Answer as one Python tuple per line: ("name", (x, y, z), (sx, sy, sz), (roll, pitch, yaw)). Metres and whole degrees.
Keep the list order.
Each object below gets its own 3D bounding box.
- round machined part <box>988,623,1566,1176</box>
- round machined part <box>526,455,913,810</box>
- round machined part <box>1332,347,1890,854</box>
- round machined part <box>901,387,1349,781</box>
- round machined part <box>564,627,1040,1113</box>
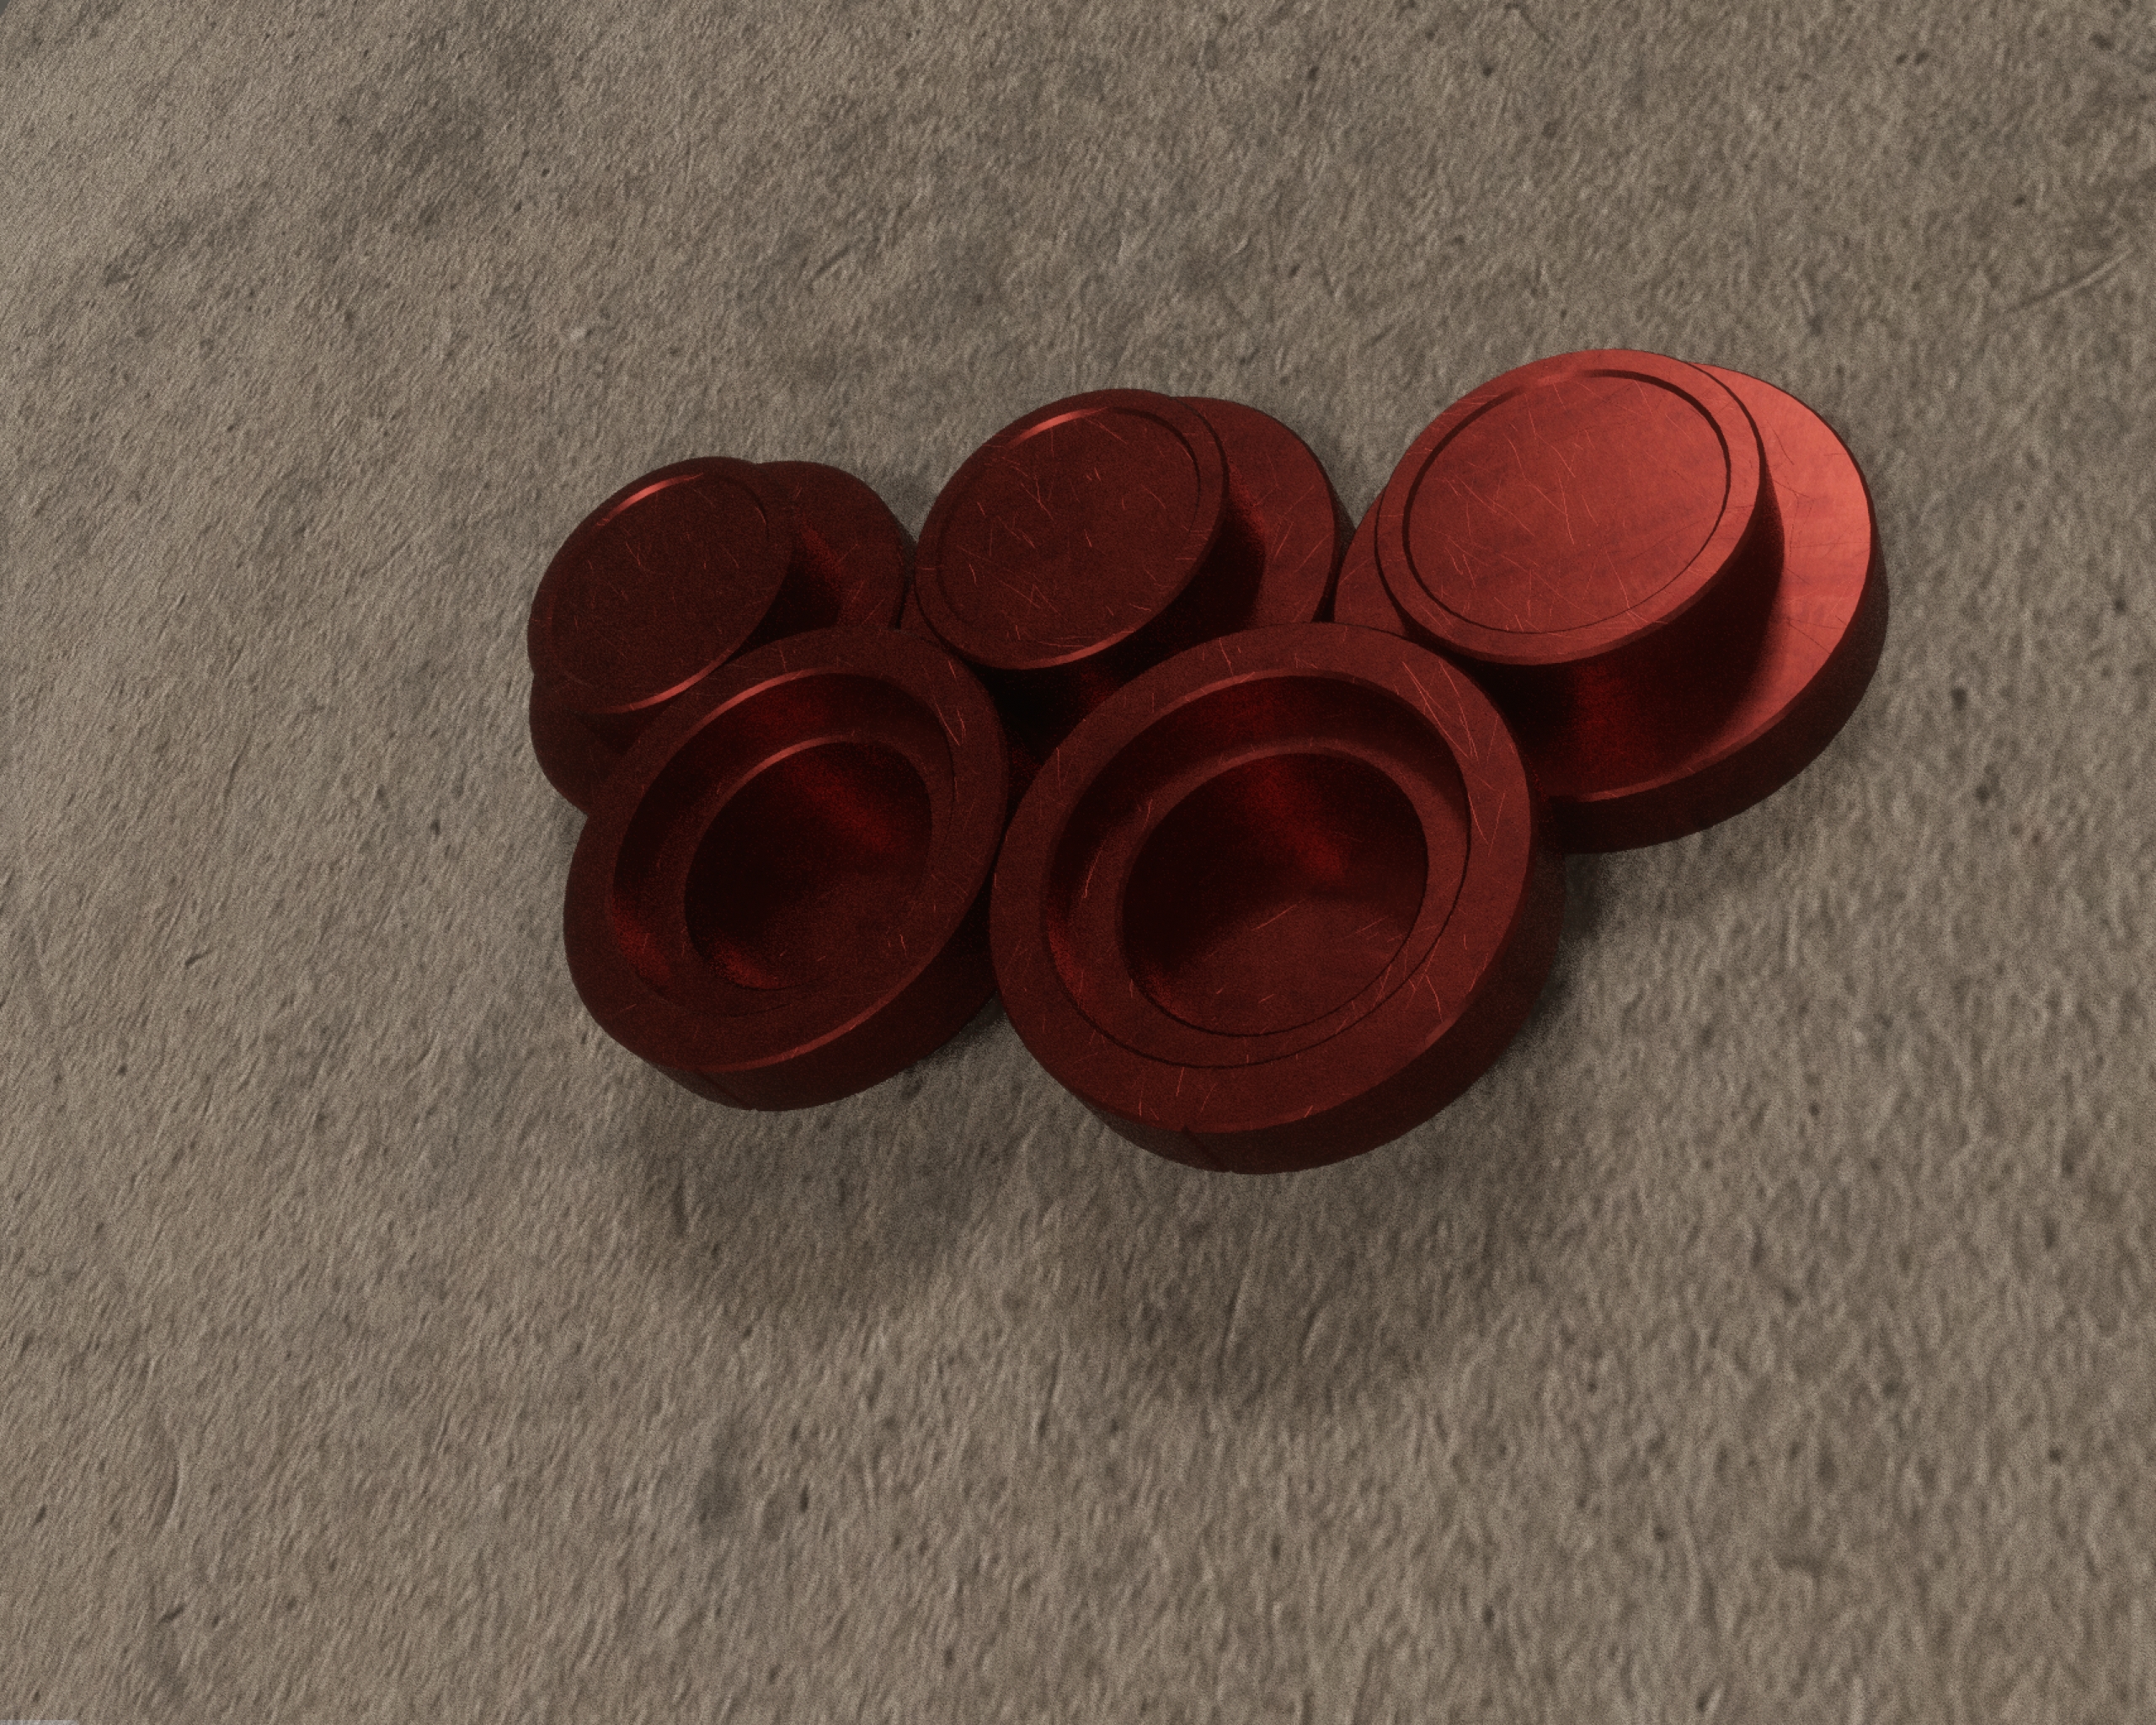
("round machined part", (0.037, 0.010, 0.368), (0.098, 0.042, 0.098), (-13, 56, 20))
("round machined part", (-0.083, -0.052, 0.468), (0.098, 0.042, 0.098), (-13, 56, 20))
("round machined part", (0.093, -0.054, 0.378), (0.098, 0.042, 0.098), (-13, 56, 20))
("round machined part", (0.006, -0.057, 0.425), (0.098, 0.042, 0.098), (-13, 56, 20))
("round machined part", (-0.049, 0.005, 0.416), (0.098, 0.042, 0.098), (-13, 56, 20))
